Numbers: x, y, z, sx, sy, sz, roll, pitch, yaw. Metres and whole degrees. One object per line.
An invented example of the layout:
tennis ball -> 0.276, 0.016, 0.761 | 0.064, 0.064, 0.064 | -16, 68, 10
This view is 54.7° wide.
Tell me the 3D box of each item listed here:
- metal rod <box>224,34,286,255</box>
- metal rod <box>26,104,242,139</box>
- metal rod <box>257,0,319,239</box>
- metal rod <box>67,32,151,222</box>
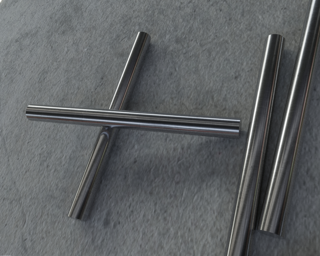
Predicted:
metal rod -> 0.105, 0.021, 0.335 | 0.025, 0.025, 0.300 | 4, 63, 29
metal rod -> -0.049, -0.011, 0.407 | 0.301, 0.025, 0.025 | 5, 64, 20
metal rod -> 0.153, -0.031, 0.342 | 0.025, 0.025, 0.300 | 8, 65, 31
metal rod -> -0.065, -0.018, 0.447 | 0.025, 0.025, 0.300 | 2, 63, 29
